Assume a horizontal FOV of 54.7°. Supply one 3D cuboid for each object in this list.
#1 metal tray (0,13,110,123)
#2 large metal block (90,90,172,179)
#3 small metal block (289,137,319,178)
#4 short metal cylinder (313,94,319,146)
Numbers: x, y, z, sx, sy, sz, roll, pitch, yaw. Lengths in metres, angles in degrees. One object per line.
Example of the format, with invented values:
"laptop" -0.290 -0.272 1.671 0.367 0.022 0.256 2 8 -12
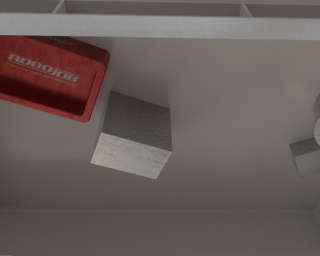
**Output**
"metal tray" -0.132 -0.063 0.349 0.131 0.030 0.089 17 128 -15
"large metal block" -0.033 0.007 0.379 0.081 0.080 0.050 16 128 -14
"small metal block" 0.221 0.041 0.448 0.050 0.025 0.050 -20 128 16
"short metal cylinder" 0.229 -0.010 0.371 0.080 0.050 0.079 13 131 16
